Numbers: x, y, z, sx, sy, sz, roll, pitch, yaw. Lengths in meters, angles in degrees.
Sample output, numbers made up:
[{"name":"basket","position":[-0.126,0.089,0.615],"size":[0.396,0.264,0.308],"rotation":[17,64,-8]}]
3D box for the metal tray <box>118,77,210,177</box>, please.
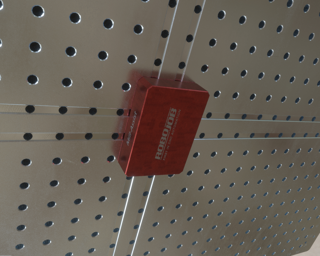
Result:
[{"name":"metal tray","position":[0.003,0.002,0.412],"size":[0.091,0.030,0.129],"rotation":[2,118,-30]}]
